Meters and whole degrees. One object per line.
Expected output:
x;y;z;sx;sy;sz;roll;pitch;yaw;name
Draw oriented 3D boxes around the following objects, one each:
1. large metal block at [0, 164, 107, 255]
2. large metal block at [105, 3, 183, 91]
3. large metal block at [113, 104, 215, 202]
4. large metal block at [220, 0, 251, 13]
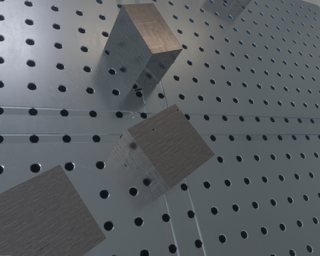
-0.109;0.092;0.277;0.081;0.050;0.080;-28;77;-37;large metal block
-0.025;-0.110;0.426;0.050;0.080;0.080;-20;72;-35;large metal block
0.005;0.029;0.377;0.081;0.050;0.080;-30;78;-38;large metal block
0.159;-0.309;0.665;0.080;0.050;0.080;24;53;-14;large metal block
